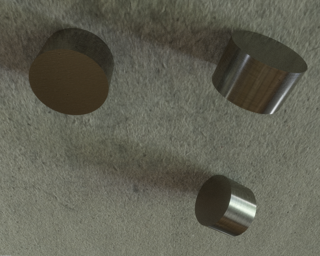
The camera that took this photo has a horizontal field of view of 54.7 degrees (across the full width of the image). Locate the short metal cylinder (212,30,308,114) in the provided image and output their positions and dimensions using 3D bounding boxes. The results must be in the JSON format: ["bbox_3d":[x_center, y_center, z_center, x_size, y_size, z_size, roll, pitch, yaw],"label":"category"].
[{"bbox_3d":[0.101,-0.059,0.322,0.081,0.080,0.050,13,129,-11],"label":"short metal cylinder"}]

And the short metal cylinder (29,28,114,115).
[{"bbox_3d":[-0.094,-0.061,0.338,0.081,0.050,0.079,0,130,0],"label":"short metal cylinder"}]

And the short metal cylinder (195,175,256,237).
[{"bbox_3d":[0.099,0.118,0.473,0.050,0.080,0.080,28,124,-22],"label":"short metal cylinder"}]
